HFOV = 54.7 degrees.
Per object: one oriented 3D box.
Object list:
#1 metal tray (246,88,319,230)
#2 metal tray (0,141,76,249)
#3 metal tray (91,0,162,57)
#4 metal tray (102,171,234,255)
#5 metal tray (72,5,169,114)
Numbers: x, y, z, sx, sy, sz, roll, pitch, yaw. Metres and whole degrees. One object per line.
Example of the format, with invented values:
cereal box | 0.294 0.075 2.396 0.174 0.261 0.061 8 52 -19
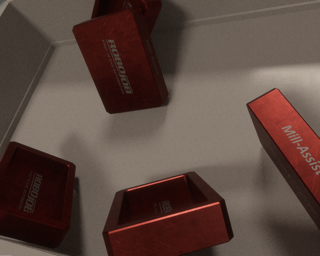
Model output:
metal tray | 0.129 0.037 0.273 0.030 0.090 0.130 -30 52 9
metal tray | -0.151 0.073 0.365 0.030 0.090 0.130 -58 23 17
metal tray | -0.058 -0.149 0.449 0.090 0.129 0.030 46 47 15
metal tray | 0.003 0.075 0.281 0.091 0.130 0.030 -14 92 -3
metal tray | -0.051 -0.087 0.419 0.090 0.129 0.030 -7 28 24
